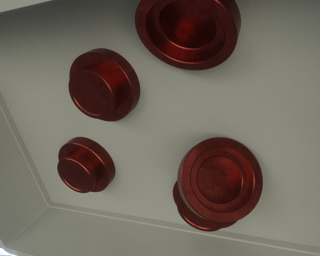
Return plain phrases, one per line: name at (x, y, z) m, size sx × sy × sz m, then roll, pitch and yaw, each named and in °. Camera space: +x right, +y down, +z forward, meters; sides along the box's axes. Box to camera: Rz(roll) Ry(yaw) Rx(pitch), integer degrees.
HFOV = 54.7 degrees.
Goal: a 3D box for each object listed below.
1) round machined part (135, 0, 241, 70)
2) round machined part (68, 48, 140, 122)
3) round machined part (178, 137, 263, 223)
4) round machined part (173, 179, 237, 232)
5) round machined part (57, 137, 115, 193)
round machined part at (0.029, -0.105, 0.300) m, size 0.098 × 0.042 × 0.098 m, roll 15°, pitch 150°, yaw 9°
round machined part at (-0.079, -0.051, 0.406) m, size 0.098 × 0.042 × 0.097 m, roll 13°, pitch 124°, yaw 20°
round machined part at (0.069, 0.063, 0.376) m, size 0.098 × 0.098 × 0.042 m, roll 39°, pitch 164°, yaw 1°
round machined part at (0.063, 0.103, 0.428) m, size 0.098 × 0.042 × 0.097 m, roll 13°, pitch 124°, yaw 20°
round machined part at (-0.126, 0.067, 0.503) m, size 0.098 × 0.042 × 0.097 m, roll 13°, pitch 124°, yaw 20°
